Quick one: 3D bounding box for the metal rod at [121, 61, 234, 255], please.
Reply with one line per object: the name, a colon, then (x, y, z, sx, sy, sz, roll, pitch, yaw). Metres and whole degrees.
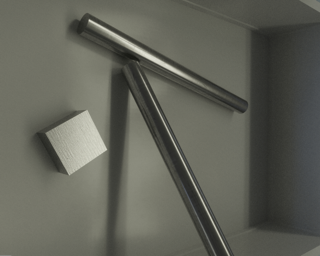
metal rod: (0.027, 0.057, 0.352, 0.025, 0.025, 0.299, -17, 76, -39)

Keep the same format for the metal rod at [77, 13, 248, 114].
metal rod: (0.028, -0.075, 0.431, 0.302, 0.025, 0.025, 19, 78, -39)

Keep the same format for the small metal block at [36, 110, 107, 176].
small metal block: (-0.093, 0.014, 0.330, 0.050, 0.025, 0.050, -36, 112, -34)
